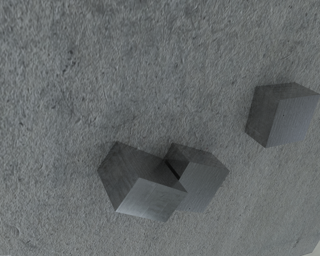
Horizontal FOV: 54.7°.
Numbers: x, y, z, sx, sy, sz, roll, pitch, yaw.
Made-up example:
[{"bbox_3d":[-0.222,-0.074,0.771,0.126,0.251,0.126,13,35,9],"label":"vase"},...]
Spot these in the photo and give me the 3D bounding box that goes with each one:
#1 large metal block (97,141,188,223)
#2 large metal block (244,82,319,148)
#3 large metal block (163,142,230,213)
[{"bbox_3d":[-0.024,0.069,0.401,0.080,0.080,0.050,25,105,-37],"label":"large metal block"},{"bbox_3d":[0.187,-0.022,0.479,0.081,0.050,0.079,-9,122,-24],"label":"large metal block"},{"bbox_3d":[0.042,0.075,0.460,0.081,0.050,0.080,17,110,-35],"label":"large metal block"}]
